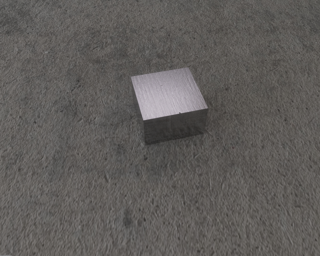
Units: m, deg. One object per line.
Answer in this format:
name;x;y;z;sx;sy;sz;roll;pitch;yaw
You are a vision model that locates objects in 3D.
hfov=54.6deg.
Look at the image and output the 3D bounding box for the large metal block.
large metal block;0.010;-0.030;0.413;0.081;0.050;0.080;-11;51;-9
